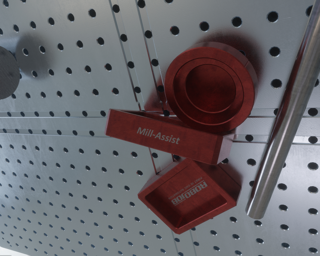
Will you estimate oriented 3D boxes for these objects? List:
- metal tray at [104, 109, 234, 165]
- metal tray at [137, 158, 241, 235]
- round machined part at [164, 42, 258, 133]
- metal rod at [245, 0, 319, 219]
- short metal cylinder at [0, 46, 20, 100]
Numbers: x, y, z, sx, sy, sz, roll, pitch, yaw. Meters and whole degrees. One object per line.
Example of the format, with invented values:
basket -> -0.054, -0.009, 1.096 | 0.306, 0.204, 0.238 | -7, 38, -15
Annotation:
metal tray -> 0.014, 0.007, 0.363 | 0.130, 0.090, 0.030 | 14, 96, 20
metal tray -> 0.038, 0.094, 0.445 | 0.090, 0.030, 0.129 | 45, 129, -3
round machined part -> 0.058, -0.047, 0.341 | 0.098, 0.042, 0.097 | 13, 124, 21
metal rod -> 0.138, -0.011, 0.331 | 0.025, 0.025, 0.298 | 18, 126, 18
short metal cylinder -> -0.261, -0.082, 0.462 | 0.050, 0.080, 0.079 | 3, 120, 26
